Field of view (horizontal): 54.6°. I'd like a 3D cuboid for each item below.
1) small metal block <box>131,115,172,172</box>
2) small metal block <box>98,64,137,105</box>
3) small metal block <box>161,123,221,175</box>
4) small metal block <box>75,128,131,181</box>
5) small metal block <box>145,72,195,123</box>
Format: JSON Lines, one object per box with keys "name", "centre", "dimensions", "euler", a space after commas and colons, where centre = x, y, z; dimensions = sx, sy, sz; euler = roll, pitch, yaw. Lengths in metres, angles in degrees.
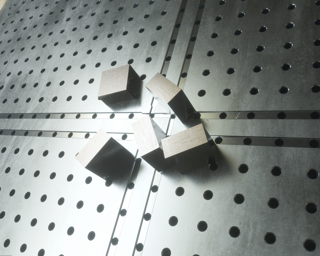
{"name": "small metal block", "centre": [-0.008, 0.020, 0.385], "dimensions": [0.025, 0.050, 0.050], "euler": [-28, 52, 11]}
{"name": "small metal block", "centre": [-0.066, -0.068, 0.486], "dimensions": [0.050, 0.025, 0.050], "euler": [-11, 57, 22]}
{"name": "small metal block", "centre": [0.036, 0.026, 0.358], "dimensions": [0.050, 0.050, 0.025], "euler": [-23, 53, 15]}
{"name": "small metal block", "centre": [-0.074, 0.036, 0.410], "dimensions": [0.025, 0.050, 0.050], "euler": [34, 81, 38]}
{"name": "small metal block", "centre": [0.014, -0.040, 0.410], "dimensions": [0.025, 0.050, 0.050], "euler": [-46, 51, -3]}
